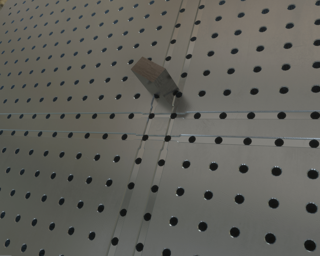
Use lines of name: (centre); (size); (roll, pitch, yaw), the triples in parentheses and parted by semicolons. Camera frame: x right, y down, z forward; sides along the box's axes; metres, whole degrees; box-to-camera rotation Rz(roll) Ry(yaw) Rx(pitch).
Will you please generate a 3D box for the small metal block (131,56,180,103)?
small metal block: (-0.006, -0.068, 0.438); (0.025, 0.050, 0.050); (-49, 51, -6)
